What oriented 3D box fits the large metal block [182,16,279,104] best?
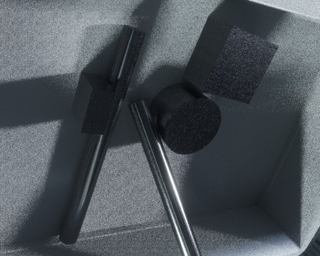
[{"bbox_3d":[0.088,-0.083,0.391,0.081,0.050,0.079,10,113,-33],"label":"large metal block"}]

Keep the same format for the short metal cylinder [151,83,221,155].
[{"bbox_3d":[0.032,-0.012,0.404,0.081,0.050,0.079,-14,125,-21],"label":"short metal cylinder"}]

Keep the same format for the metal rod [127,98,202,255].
[{"bbox_3d":[0.020,0.106,0.403,0.025,0.025,0.298,-22,100,-16],"label":"metal rod"}]

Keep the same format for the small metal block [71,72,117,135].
[{"bbox_3d":[-0.074,-0.027,0.336,0.025,0.050,0.050,7,115,-32],"label":"small metal block"}]

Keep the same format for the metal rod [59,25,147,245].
[{"bbox_3d":[-0.077,0.024,0.382,0.025,0.025,0.298,8,115,-32],"label":"metal rod"}]
